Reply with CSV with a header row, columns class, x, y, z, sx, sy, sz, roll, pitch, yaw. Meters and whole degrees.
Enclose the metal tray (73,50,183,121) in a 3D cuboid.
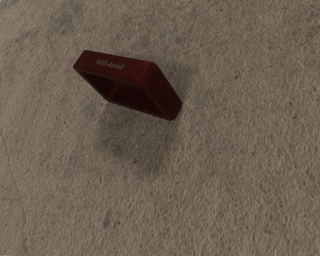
class,x,y,z,sx,sy,sz,roll,pitch,yaw
metal tray,-0.044,-0.058,0.419,0.130,0.090,0.030,18,72,34
